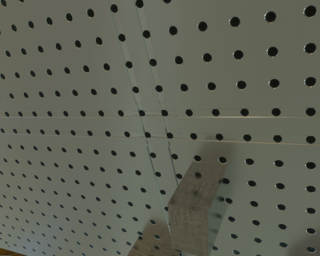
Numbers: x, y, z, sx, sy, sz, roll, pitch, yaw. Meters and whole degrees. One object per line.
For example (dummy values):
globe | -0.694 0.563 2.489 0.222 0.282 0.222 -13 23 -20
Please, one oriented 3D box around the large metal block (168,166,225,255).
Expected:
large metal block | 0.052 0.110 0.416 0.050 0.080 0.079 8 122 23

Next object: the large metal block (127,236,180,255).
large metal block | -0.012 0.253 0.556 0.080 0.050 0.079 15 124 19
